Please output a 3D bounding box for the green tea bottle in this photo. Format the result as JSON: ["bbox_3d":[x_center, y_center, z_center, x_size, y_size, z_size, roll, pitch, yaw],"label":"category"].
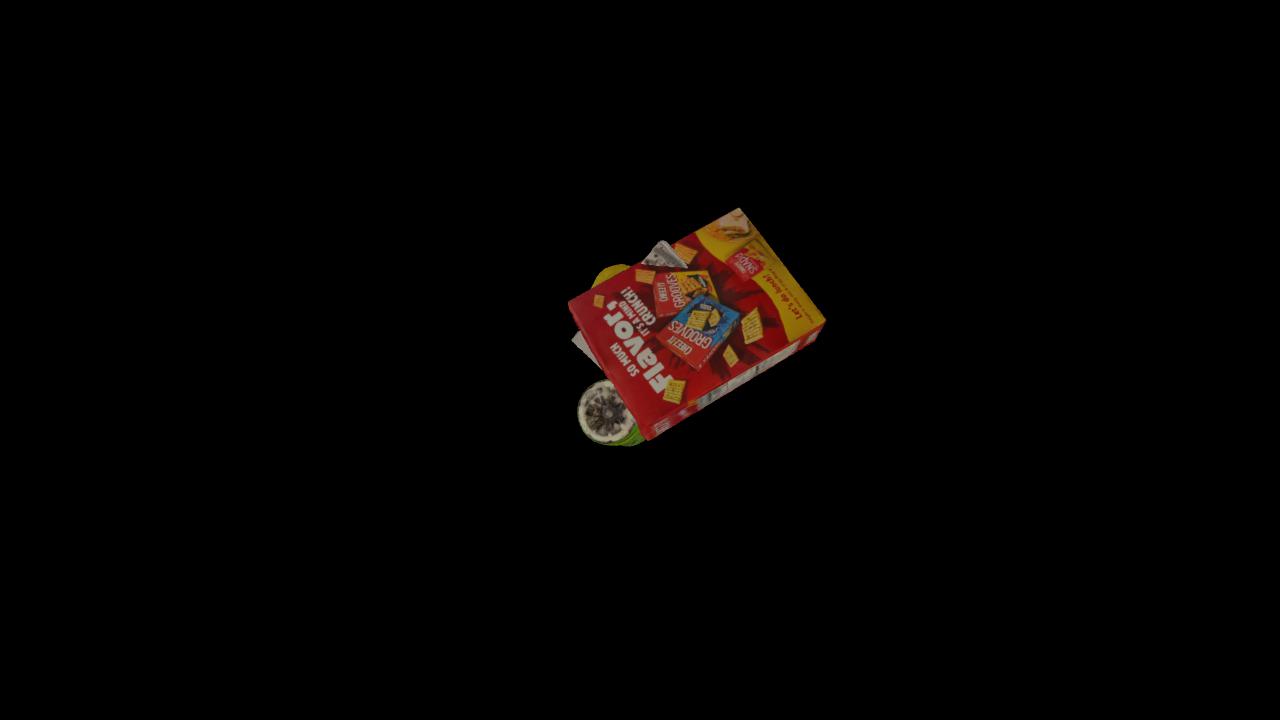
[{"bbox_3d":[-0.018,0.068,0.734,0.073,0.073,0.212,0,-9,10],"label":"green tea bottle"}]

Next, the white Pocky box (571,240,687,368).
[{"bbox_3d":[0.003,-0.050,0.686,0.154,0.084,0.028,-46,1,17],"label":"white Pocky box"}]

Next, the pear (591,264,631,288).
[{"bbox_3d":[-0.006,-0.066,0.736,0.111,0.080,0.080,31,18,34],"label":"pear"}]

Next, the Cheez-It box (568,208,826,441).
[{"bbox_3d":[0.059,-0.040,0.667,0.223,0.166,0.071,-30,-19,-5],"label":"Cheez-It box"}]
